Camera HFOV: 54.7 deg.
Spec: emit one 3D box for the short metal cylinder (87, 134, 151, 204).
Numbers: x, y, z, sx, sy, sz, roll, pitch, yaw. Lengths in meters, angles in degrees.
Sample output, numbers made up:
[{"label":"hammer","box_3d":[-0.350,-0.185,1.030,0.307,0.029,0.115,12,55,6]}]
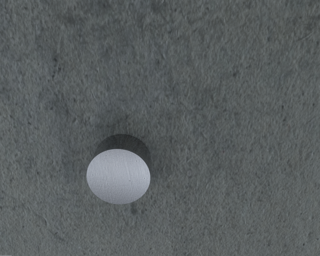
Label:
[{"label":"short metal cylinder","box_3d":[-0.053,0.054,0.416,0.081,0.050,0.079,0,110,-1]}]
